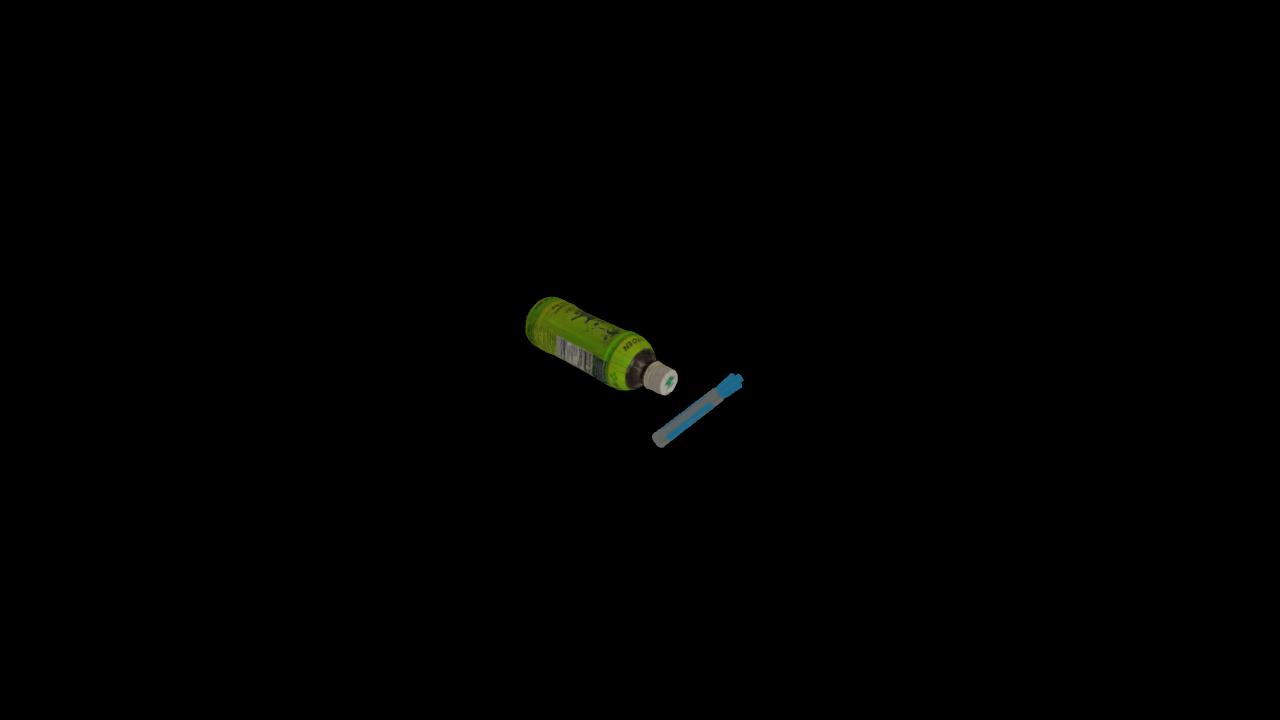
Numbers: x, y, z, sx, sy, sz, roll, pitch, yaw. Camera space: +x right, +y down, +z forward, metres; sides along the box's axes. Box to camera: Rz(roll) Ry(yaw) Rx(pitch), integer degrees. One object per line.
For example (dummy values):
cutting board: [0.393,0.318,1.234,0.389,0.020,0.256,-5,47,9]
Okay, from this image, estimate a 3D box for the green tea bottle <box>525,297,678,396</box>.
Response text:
green tea bottle: [-0.045,-0.012,0.720,0.212,0.073,0.073,28,17,35]

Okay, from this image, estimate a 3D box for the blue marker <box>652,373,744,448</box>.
blue marker: [0.062,0.054,0.662,0.121,0.020,0.020,-40,-17,21]
